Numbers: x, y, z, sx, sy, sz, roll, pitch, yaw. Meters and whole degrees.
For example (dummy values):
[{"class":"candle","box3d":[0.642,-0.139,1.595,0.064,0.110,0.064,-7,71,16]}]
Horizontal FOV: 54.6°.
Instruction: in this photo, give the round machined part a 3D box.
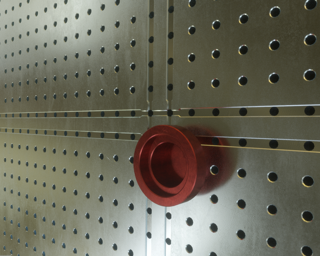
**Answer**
[{"class":"round machined part","box3d":[0.016,0.045,0.386,0.098,0.042,0.097,0,90,40]}]
